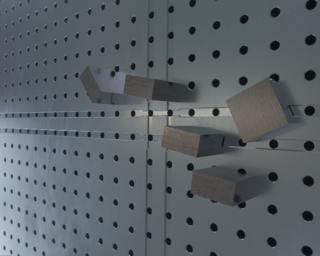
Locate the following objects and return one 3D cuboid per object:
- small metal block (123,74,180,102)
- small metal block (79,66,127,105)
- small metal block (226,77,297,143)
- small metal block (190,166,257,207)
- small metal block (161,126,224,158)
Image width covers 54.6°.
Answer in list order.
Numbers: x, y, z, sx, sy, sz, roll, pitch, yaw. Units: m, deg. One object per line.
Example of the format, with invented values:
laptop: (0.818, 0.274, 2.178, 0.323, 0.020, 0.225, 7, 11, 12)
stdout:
small metal block: (-0.011, -0.051, 0.403, 0.050, 0.050, 0.025, 17, 101, 39)
small metal block: (-0.085, -0.063, 0.464, 0.025, 0.050, 0.050, -45, 63, 31)
small metal block: (0.104, -0.017, 0.324, 0.050, 0.025, 0.050, -30, 71, 36)
small metal block: (0.069, 0.061, 0.337, 0.050, 0.050, 0.025, 10, 96, 39)
small metal block: (0.038, 0.014, 0.362, 0.050, 0.050, 0.025, 15, 99, 39)
